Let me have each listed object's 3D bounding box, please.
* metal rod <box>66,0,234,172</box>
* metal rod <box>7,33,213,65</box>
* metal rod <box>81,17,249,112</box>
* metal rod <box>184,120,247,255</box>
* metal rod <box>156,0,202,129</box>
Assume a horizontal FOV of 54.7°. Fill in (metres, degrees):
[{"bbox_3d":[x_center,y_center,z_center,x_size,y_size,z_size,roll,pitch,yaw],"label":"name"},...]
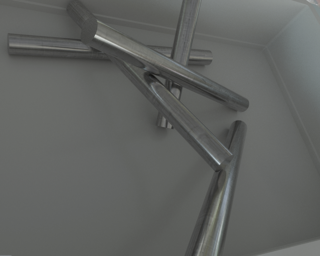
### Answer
[{"bbox_3d":[-0.027,-0.066,0.368,0.025,0.025,0.300,-22,59,-36],"label":"metal rod"},{"bbox_3d":[-0.050,-0.109,0.444,0.303,0.025,0.025,-4,64,-30],"label":"metal rod"},{"bbox_3d":[0.034,-0.063,0.391,0.302,0.025,0.025,14,53,-48],"label":"metal rod"},{"bbox_3d":[0.073,0.048,0.338,0.025,0.025,0.301,43,26,1],"label":"metal rod"},{"bbox_3d":[0.038,-0.147,0.415,0.025,0.025,0.298,13,89,-22],"label":"metal rod"}]
